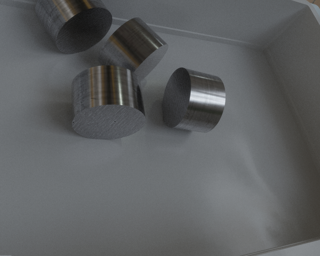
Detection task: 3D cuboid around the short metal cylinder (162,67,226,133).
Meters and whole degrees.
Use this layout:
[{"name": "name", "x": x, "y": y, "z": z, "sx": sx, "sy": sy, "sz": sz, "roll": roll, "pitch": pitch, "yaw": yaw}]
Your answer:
[{"name": "short metal cylinder", "x": 0.043, "y": -0.036, "z": 0.415, "sx": 0.050, "sy": 0.080, "sz": 0.080, "roll": 9, "pitch": 58, "yaw": -24}]

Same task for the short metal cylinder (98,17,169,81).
[{"name": "short metal cylinder", "x": -0.035, "y": -0.098, "z": 0.411, "sx": 0.050, "sy": 0.080, "sz": 0.080, "roll": 45, "pitch": 51, "yaw": 2}]

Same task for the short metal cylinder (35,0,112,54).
[{"name": "short metal cylinder", "x": -0.109, "y": -0.142, "z": 0.398, "sx": 0.081, "sy": 0.080, "sz": 0.050, "roll": -28, "pitch": 77, "yaw": -37}]

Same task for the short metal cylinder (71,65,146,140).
[{"name": "short metal cylinder", "x": -0.059, "y": -0.027, "z": 0.354, "sx": 0.081, "sy": 0.080, "sz": 0.050, "roll": 5, "pitch": 60, "yaw": -26}]
